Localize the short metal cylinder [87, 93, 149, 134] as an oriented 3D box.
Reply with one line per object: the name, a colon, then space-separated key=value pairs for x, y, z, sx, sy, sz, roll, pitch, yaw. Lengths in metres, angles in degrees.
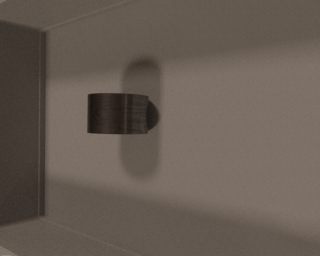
short metal cylinder: x=-0.056 y=-0.018 z=0.415 sx=0.080 sy=0.081 sz=0.050 roll=2 pitch=92 yaw=39
